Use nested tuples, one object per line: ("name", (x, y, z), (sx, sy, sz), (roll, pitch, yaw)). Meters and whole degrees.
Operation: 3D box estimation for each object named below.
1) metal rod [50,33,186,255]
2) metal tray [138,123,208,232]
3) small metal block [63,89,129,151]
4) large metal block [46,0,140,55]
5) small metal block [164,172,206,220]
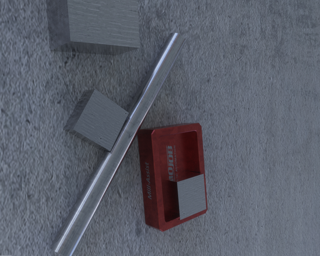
("metal rod", (-0.040, 0.003, 0.373), (0.025, 0.025, 0.300), (41, 65, -33))
("metal tray", (0.020, 0.062, 0.420), (0.091, 0.030, 0.129), (-8, 96, -40))
("small metal block", (-0.070, -0.008, 0.347), (0.050, 0.025, 0.050), (37, 67, -34))
("large metal block", (-0.071, -0.124, 0.330), (0.081, 0.050, 0.079), (-7, 94, -40))
("small metal block", (0.035, 0.090, 0.420), (0.050, 0.025, 0.050), (-9, 96, -40))
